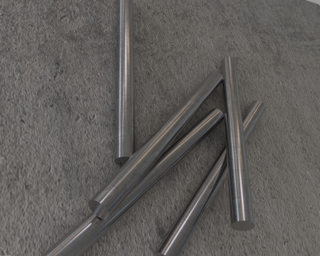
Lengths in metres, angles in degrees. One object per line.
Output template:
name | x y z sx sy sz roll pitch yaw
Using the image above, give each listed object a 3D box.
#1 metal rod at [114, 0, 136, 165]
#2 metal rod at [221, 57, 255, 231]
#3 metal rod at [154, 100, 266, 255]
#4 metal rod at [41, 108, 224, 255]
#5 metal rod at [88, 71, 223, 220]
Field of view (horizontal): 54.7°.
metal rod | -0.049 -0.091 0.432 0.025 0.025 0.299 10 57 -23
metal rod | 0.104 -0.004 0.435 0.025 0.025 0.300 22 45 -15
metal rod | 0.083 0.051 0.416 0.025 0.025 0.301 42 51 0
metal rod | -0.009 0.054 0.365 0.025 0.025 0.302 48 51 5
metal rod | 0.016 -0.002 0.397 0.025 0.025 0.301 42 46 1
